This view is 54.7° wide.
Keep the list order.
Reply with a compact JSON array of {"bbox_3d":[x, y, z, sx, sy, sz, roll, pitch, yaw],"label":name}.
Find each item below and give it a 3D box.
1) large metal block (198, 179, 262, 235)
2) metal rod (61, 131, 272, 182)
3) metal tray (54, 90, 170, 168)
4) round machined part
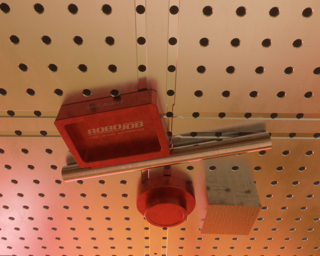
[{"bbox_3d":[0.110,0.130,0.507,0.081,0.050,0.079,3,130,-3],"label":"large metal block"},{"bbox_3d":[0.004,0.043,0.448,0.301,0.025,0.025,-10,130,8],"label":"metal rod"},{"bbox_3d":[-0.059,0.004,0.411,0.131,0.030,0.090,-10,130,8],"label":"metal tray"},{"bbox_3d":[0.010,0.127,0.509,0.099,0.042,0.097,0,130,0],"label":"round machined part"}]
